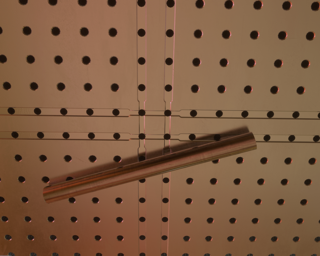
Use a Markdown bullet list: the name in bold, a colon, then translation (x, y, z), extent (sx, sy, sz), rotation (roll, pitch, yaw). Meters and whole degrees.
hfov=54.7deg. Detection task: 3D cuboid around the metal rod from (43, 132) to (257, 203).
- **metal rod**: translation (-0.017, 0.057, 0.434), extent (0.301, 0.025, 0.025), rotation (-15, 110, 5)
